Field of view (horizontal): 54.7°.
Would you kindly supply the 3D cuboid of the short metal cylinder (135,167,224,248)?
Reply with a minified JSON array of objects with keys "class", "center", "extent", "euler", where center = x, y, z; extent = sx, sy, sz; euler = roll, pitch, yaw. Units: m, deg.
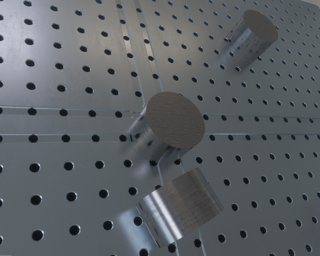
[{"class":"short metal cylinder","center":[0.021,0.084,0.332],"extent":[0.081,0.080,0.050],"euler":[-21,73,-36]}]

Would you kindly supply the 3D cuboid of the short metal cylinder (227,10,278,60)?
[{"class":"short metal cylinder","center":[0.178,-0.180,0.597],"extent":[0.081,0.050,0.080],"euler":[14,56,-21]}]

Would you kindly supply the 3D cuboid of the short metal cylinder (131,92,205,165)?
[{"class":"short metal cylinder","center":[0.010,0.000,0.397],"extent":[0.081,0.050,0.080],"euler":[13,56,-21]}]
